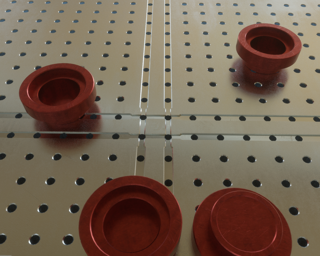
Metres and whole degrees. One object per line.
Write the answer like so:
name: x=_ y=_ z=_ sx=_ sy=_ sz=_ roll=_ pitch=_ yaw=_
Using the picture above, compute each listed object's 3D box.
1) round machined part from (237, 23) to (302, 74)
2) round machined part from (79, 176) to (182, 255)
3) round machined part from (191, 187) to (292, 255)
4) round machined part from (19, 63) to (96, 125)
round machined part: x=0.173 y=-0.125 z=0.504 sx=0.099 sy=0.042 sz=0.098 roll=0 pitch=50 yaw=0
round machined part: x=-0.028 y=0.101 z=0.312 sx=0.099 sy=0.042 sz=0.098 roll=0 pitch=50 yaw=0
round machined part: x=0.082 y=0.103 z=0.311 sx=0.099 sy=0.042 sz=0.098 roll=0 pitch=50 yaw=0
round machined part: x=-0.138 y=-0.043 z=0.431 sx=0.099 sy=0.042 sz=0.098 roll=0 pitch=50 yaw=0
